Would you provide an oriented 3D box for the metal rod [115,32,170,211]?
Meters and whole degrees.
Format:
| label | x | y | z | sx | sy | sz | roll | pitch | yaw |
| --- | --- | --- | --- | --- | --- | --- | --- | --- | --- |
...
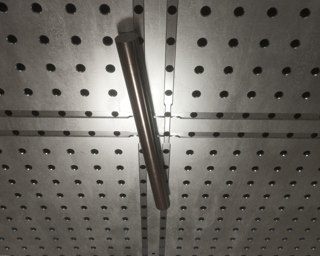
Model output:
| label | x | y | z | sx | sy | sz | roll | pitch | yaw |
| --- | --- | --- | --- | --- | --- | --- | --- | --- | --- |
| metal rod | -0.015 | 0.016 | 0.424 | 0.025 | 0.025 | 0.298 | -6 | 130 | 5 |
